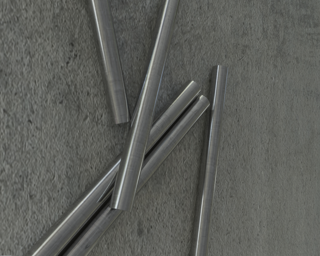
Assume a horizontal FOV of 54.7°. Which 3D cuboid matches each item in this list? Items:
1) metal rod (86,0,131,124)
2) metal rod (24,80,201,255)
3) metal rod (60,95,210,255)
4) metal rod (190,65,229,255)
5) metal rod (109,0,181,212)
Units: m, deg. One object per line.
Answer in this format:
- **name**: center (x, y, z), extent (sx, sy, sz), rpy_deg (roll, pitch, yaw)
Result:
- **metal rod**: center (-0.071, -0.152, 0.344), extent (0.025, 0.025, 0.298), rpy_deg (-17, 101, -39)
- **metal rod**: center (-0.040, 0.040, 0.370), extent (0.301, 0.025, 0.025), rpy_deg (-48, 119, -29)
- **metal rod**: center (-0.025, 0.059, 0.383), extent (0.301, 0.025, 0.025), rpy_deg (-48, 119, -29)
- **metal rod**: center (0.074, 0.053, 0.466), extent (0.025, 0.025, 0.298), rpy_deg (13, 82, -39)
- **metal rod**: center (-0.011, -0.052, 0.375), extent (0.025, 0.025, 0.299), rpy_deg (26, 68, -37)
